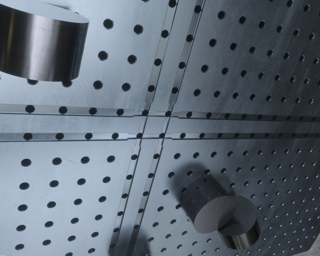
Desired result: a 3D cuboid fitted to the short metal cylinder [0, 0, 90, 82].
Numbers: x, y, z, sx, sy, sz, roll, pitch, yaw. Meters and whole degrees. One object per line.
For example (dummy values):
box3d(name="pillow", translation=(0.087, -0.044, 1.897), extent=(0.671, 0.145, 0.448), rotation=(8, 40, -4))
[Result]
box3d(name="short metal cylinder", translation=(-0.107, -0.079, 0.269), extent=(0.081, 0.080, 0.050), rotation=(4, 117, -31))

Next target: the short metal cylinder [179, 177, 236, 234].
box3d(name="short metal cylinder", translation=(0.080, 0.130, 0.521), extent=(0.081, 0.050, 0.079), rotation=(-14, 125, -21))

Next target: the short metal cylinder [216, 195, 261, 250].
box3d(name="short metal cylinder", translation=(0.136, 0.169, 0.558), extent=(0.080, 0.080, 0.050), rotation=(-32, 129, -8))
